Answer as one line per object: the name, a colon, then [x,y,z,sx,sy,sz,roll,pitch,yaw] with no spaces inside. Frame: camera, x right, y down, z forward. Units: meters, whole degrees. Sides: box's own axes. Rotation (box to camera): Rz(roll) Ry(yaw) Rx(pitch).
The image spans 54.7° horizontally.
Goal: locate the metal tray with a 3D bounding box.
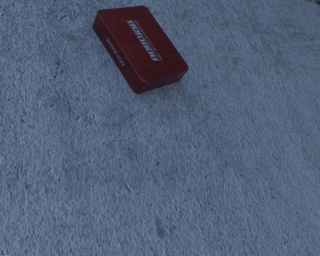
metal tray: [-0.028,-0.120,0.458,0.091,0.030,0.130,-23,74,-36]
